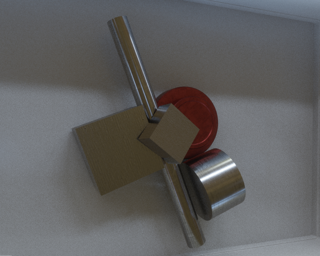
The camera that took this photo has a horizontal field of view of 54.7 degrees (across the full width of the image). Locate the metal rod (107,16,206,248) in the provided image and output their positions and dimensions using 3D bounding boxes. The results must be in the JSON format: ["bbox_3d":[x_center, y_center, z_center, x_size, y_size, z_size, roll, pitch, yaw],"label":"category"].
[{"bbox_3d":[-0.002,0.011,0.387,0.025,0.025,0.298,-22,98,-19],"label":"metal rod"}]

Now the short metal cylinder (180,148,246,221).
[{"bbox_3d":[0.065,0.073,0.405,0.050,0.080,0.080,-22,98,-19],"label":"short metal cylinder"}]

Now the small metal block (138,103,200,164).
[{"bbox_3d":[0.011,0.007,0.363,0.050,0.025,0.050,41,65,-23],"label":"small metal block"}]

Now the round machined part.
[{"bbox_3d":[0.035,-0.007,0.413,0.099,0.042,0.097,0,90,-21],"label":"round machined part"}]

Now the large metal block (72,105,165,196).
[{"bbox_3d":[-0.052,0.024,0.375,0.081,0.050,0.080,-22,98,-19],"label":"large metal block"}]
